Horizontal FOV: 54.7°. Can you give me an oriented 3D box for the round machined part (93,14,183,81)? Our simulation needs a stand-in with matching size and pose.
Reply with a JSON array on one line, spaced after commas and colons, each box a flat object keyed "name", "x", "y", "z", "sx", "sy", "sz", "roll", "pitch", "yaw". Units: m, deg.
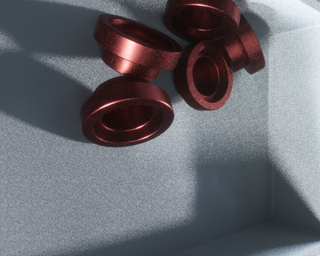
[{"name": "round machined part", "x": -0.027, "y": -0.088, "z": 0.350, "sx": 0.099, "sy": 0.098, "sz": 0.042, "roll": -1, "pitch": 126, "yaw": -40}]

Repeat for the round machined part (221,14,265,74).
[{"name": "round machined part", "x": 0.117, "y": -0.125, "z": 0.474, "sx": 0.042, "sy": 0.098, "sz": 0.098, "roll": -28, "pitch": 115, "yaw": 9}]

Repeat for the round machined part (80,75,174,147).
[{"name": "round machined part", "x": -0.037, "y": -0.020, "z": 0.339, "sx": 0.099, "sy": 0.098, "sz": 0.042, "roll": 12, "pitch": 52, "yaw": -40}]

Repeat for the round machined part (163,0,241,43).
[{"name": "round machined part", "x": 0.057, "y": -0.153, "z": 0.409, "sx": 0.099, "sy": 0.098, "sz": 0.042, "roll": 19, "pitch": 78, "yaw": -39}]

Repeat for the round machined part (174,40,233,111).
[{"name": "round machined part", "x": 0.058, "y": -0.073, "z": 0.447, "sx": 0.099, "sy": 0.042, "sz": 0.097, "roll": 0, "pitch": 90, "yaw": -40}]
